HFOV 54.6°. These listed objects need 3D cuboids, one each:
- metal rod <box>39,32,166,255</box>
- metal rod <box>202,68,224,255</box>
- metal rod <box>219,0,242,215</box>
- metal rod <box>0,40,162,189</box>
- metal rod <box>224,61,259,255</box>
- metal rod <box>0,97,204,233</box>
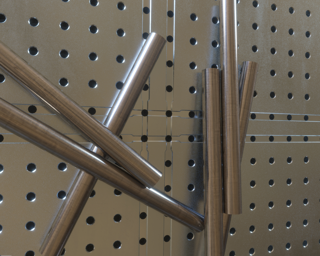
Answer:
[{"bbox_3d":[-0.067,0.015,0.387,0.025,0.025,0.299,28,81,-18],"label":"metal rod"},{"bbox_3d":[0.072,0.067,0.422,0.025,0.025,0.299,2,83,-20],"label":"metal rod"},{"bbox_3d":[0.098,-0.034,0.433,0.025,0.025,0.299,2,84,-20],"label":"metal rod"},{"bbox_3d":[-0.119,-0.033,0.350,0.300,0.025,0.025,40,77,-9],"label":"metal rod"},{"bbox_3d":[0.105,0.051,0.450,0.025,0.025,0.299,13,86,-20],"label":"metal rod"},{"bbox_3d":[-0.055,0.057,0.368,0.301,0.025,0.025,35,79,-26],"label":"metal rod"}]
